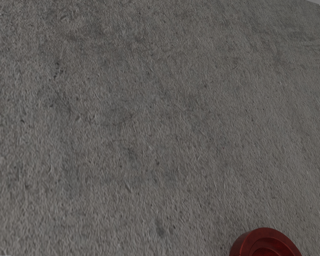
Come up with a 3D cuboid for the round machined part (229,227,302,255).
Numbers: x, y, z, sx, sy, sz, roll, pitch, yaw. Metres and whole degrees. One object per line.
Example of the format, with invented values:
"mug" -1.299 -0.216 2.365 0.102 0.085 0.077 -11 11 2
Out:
"round machined part" 0.118 0.168 0.354 0.099 0.042 0.098 14 56 -21
